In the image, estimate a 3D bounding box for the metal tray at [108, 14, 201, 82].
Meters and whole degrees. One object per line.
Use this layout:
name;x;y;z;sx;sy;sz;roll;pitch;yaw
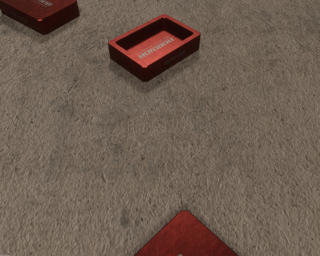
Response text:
metal tray;-0.008;-0.137;0.514;0.131;0.030;0.090;-37;59;-27

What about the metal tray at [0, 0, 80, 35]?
metal tray;-0.232;-0.232;0.592;0.130;0.030;0.090;30;56;22

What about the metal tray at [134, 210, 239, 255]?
metal tray;0.038;0.149;0.275;0.091;0.030;0.130;-37;59;-27
